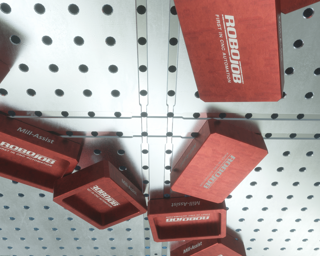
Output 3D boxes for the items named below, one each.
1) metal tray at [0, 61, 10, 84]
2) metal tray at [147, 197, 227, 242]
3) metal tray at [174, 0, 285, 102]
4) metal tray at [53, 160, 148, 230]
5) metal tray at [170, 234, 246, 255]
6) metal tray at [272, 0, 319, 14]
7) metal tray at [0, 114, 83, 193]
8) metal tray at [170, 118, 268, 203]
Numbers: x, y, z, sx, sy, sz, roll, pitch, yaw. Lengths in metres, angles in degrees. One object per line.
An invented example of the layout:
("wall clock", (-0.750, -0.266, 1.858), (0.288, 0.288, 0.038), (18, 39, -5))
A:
("metal tray", (-0.232, -0.068, 0.308), (0.130, 0.090, 0.030), (36, 121, -27))
("metal tray", (0.049, 0.160, 0.544), (0.131, 0.030, 0.090), (-6, 130, 4))
("metal tray", (0.075, -0.086, 0.316), (0.090, 0.030, 0.130), (2, 134, 26))
("metal tray", (-0.087, 0.107, 0.475), (0.090, 0.030, 0.130), (-24, 137, 10))
("metal tray", (0.096, 0.259, 0.629), (0.130, 0.030, 0.090), (-37, 121, 27))
("metal tray", (0.132, -0.175, 0.260), (0.090, 0.030, 0.130), (-18, 128, 14))
("metal tray", (-0.189, 0.039, 0.439), (0.131, 0.030, 0.090), (24, 126, -19))
("metal tray", (0.081, 0.053, 0.454), (0.091, 0.030, 0.129), (19, 128, -15))
